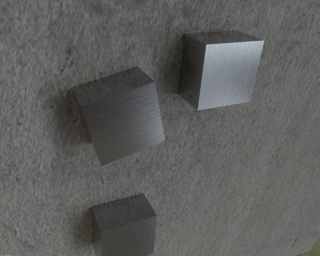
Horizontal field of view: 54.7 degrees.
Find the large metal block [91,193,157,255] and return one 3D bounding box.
[{"bbox_3d":[-0.054,0.152,0.456,0.081,0.050,0.079,-9,123,-24],"label":"large metal block"}]

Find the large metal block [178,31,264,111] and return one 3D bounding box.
[{"bbox_3d":[0.073,-0.074,0.387,0.081,0.050,0.079,-11,123,-23],"label":"large metal block"}]

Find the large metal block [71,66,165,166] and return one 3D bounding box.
[{"bbox_3d":[-0.046,-0.015,0.357,0.081,0.050,0.080,-21,127,-16],"label":"large metal block"}]
